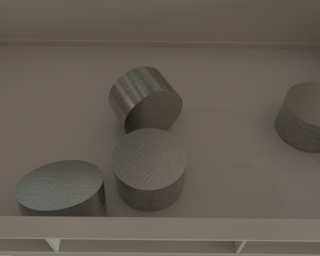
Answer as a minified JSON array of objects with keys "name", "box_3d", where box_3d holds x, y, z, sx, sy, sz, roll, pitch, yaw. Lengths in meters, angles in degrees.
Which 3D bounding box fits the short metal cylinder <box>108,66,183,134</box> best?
[{"name":"short metal cylinder","box_3d":[-0.019,-0.031,0.395,0.081,0.080,0.050,-22,54,-18]}]

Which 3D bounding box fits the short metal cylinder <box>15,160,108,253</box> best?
[{"name":"short metal cylinder","box_3d":[-0.095,0.074,0.307,0.081,0.050,0.080,0,26,0]}]

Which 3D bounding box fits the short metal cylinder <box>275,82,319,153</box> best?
[{"name":"short metal cylinder","box_3d":[0.198,-0.014,0.404,0.081,0.050,0.080,0,50,0]}]

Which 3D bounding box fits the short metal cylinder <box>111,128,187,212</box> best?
[{"name":"short metal cylinder","box_3d":[-0.011,0.047,0.350,0.081,0.050,0.080,0,50,0]}]
